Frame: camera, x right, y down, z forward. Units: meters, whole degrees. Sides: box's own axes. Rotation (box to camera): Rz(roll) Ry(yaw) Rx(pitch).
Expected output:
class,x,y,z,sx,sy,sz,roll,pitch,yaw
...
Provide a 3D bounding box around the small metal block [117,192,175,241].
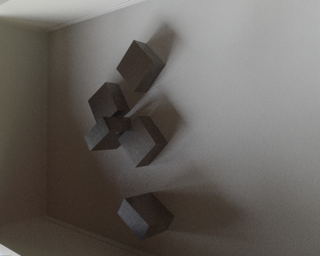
class,x,y,z,sx,sy,sz,roll,pitch,yaw
small metal block,-0.018,0.114,0.406,0.050,0.050,0.025,39,114,33

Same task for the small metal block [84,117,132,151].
class,x,y,z,sx,sy,sz,roll,pitch,yaw
small metal block,-0.073,0.008,0.451,0.050,0.050,0.025,-41,65,32

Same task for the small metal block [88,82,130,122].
class,x,y,z,sx,sy,sz,roll,pitch,yaw
small metal block,-0.078,-0.034,0.472,0.050,0.025,0.050,-38,67,33

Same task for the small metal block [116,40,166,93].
class,x,y,z,sx,sy,sz,roll,pitch,yaw
small metal block,-0.027,-0.085,0.430,0.050,0.025,0.050,52,120,27

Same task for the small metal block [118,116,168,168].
class,x,y,z,sx,sy,sz,roll,pitch,yaw
small metal block,-0.024,0.019,0.427,0.050,0.025,0.050,-49,61,28
